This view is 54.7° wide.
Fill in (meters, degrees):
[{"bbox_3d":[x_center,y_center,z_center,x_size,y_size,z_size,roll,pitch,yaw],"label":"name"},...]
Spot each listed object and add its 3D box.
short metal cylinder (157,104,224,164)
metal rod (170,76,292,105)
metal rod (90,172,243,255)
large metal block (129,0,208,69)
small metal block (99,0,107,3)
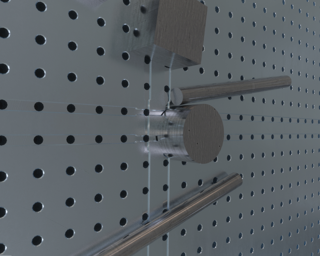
[{"bbox_3d":[0.043,0.008,0.430,0.081,0.050,0.079,0,90,-40],"label":"short metal cylinder"},{"bbox_3d":[0.137,-0.068,0.524,0.302,0.025,0.025,-12,98,-39],"label":"metal rod"},{"bbox_3d":[0.015,0.125,0.422,0.302,0.025,0.025,-19,102,-38],"label":"metal rod"},{"bbox_3d":[0.012,-0.129,0.403,0.081,0.050,0.080,12,82,-39],"label":"large metal block"},{"bbox_3d":[-0.073,-0.180,0.348,0.050,0.025,0.050,21,77,-38],"label":"small metal block"}]
